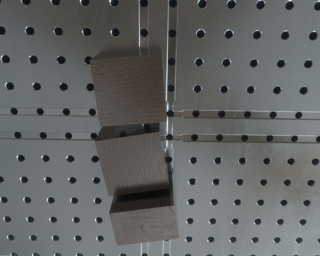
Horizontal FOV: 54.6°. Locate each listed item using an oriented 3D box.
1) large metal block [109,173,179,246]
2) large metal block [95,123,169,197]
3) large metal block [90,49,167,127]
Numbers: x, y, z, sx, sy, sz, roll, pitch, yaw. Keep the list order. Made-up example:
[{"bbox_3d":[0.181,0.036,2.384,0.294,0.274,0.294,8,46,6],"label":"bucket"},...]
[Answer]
[{"bbox_3d":[-0.019,0.109,0.424,0.080,0.080,0.050,-8,110,3],"label":"large metal block"},{"bbox_3d":[-0.034,0.039,0.414,0.080,0.050,0.080,-9,110,3],"label":"large metal block"},{"bbox_3d":[-0.035,-0.050,0.381,0.080,0.050,0.080,-4,110,1],"label":"large metal block"}]
